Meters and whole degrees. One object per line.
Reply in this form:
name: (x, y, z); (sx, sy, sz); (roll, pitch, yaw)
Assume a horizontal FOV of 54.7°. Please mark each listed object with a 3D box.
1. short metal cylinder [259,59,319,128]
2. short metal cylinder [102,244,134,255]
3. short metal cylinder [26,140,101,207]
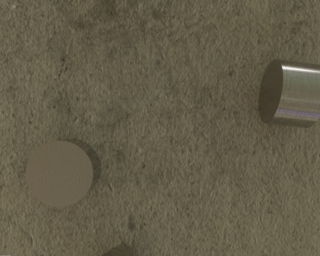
short metal cylinder: (0.161, -0.042, 0.385); (0.050, 0.080, 0.080); (7, 90, 0)
short metal cylinder: (-0.059, 0.191, 0.382); (0.080, 0.080, 0.050); (-34, 91, 0)
short metal cylinder: (-0.121, 0.055, 0.396); (0.081, 0.050, 0.079); (0, 90, -1)
